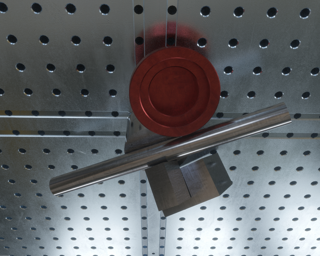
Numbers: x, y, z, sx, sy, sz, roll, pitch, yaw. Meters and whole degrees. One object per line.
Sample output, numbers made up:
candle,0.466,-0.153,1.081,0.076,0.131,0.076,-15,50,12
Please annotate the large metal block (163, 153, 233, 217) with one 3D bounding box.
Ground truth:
large metal block,0.046,0.077,0.431,0.080,0.050,0.080,-28,170,22

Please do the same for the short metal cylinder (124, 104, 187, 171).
short metal cylinder,-0.004,0.013,0.406,0.081,0.050,0.079,0,130,0

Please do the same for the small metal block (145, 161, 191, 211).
small metal block,0.010,0.068,0.373,0.025,0.050,0.050,-23,169,18

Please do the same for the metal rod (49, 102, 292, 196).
metal rod,0.000,0.031,0.371,0.301,0.025,0.025,-19,128,15

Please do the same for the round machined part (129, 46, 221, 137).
round machined part,0.015,-0.043,0.349,0.099,0.042,0.097,-2,108,-6
